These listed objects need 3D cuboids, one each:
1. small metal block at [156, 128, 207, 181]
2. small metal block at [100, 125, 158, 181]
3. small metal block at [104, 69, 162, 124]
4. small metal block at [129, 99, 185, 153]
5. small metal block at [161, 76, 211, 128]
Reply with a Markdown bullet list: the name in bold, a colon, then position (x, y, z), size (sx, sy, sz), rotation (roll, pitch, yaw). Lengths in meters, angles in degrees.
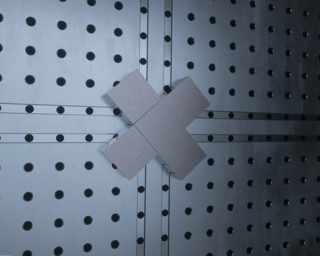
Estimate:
- **small metal block**: position (0.027, 0.035, 0.424), size (0.050, 0.025, 0.050), rotation (-43, 104, -15)
- **small metal block**: position (-0.040, 0.031, 0.399), size (0.050, 0.025, 0.050), rotation (-43, 104, -15)
- **small metal block**: position (-0.035, -0.040, 0.400), size (0.050, 0.025, 0.050), rotation (-43, 104, -15)
- **small metal block**: position (-0.004, -0.002, 0.411), size (0.050, 0.025, 0.050), rotation (-43, 104, -15)
- **small metal block**: position (0.032, -0.035, 0.425), size (0.050, 0.025, 0.050), rotation (-43, 104, -15)
